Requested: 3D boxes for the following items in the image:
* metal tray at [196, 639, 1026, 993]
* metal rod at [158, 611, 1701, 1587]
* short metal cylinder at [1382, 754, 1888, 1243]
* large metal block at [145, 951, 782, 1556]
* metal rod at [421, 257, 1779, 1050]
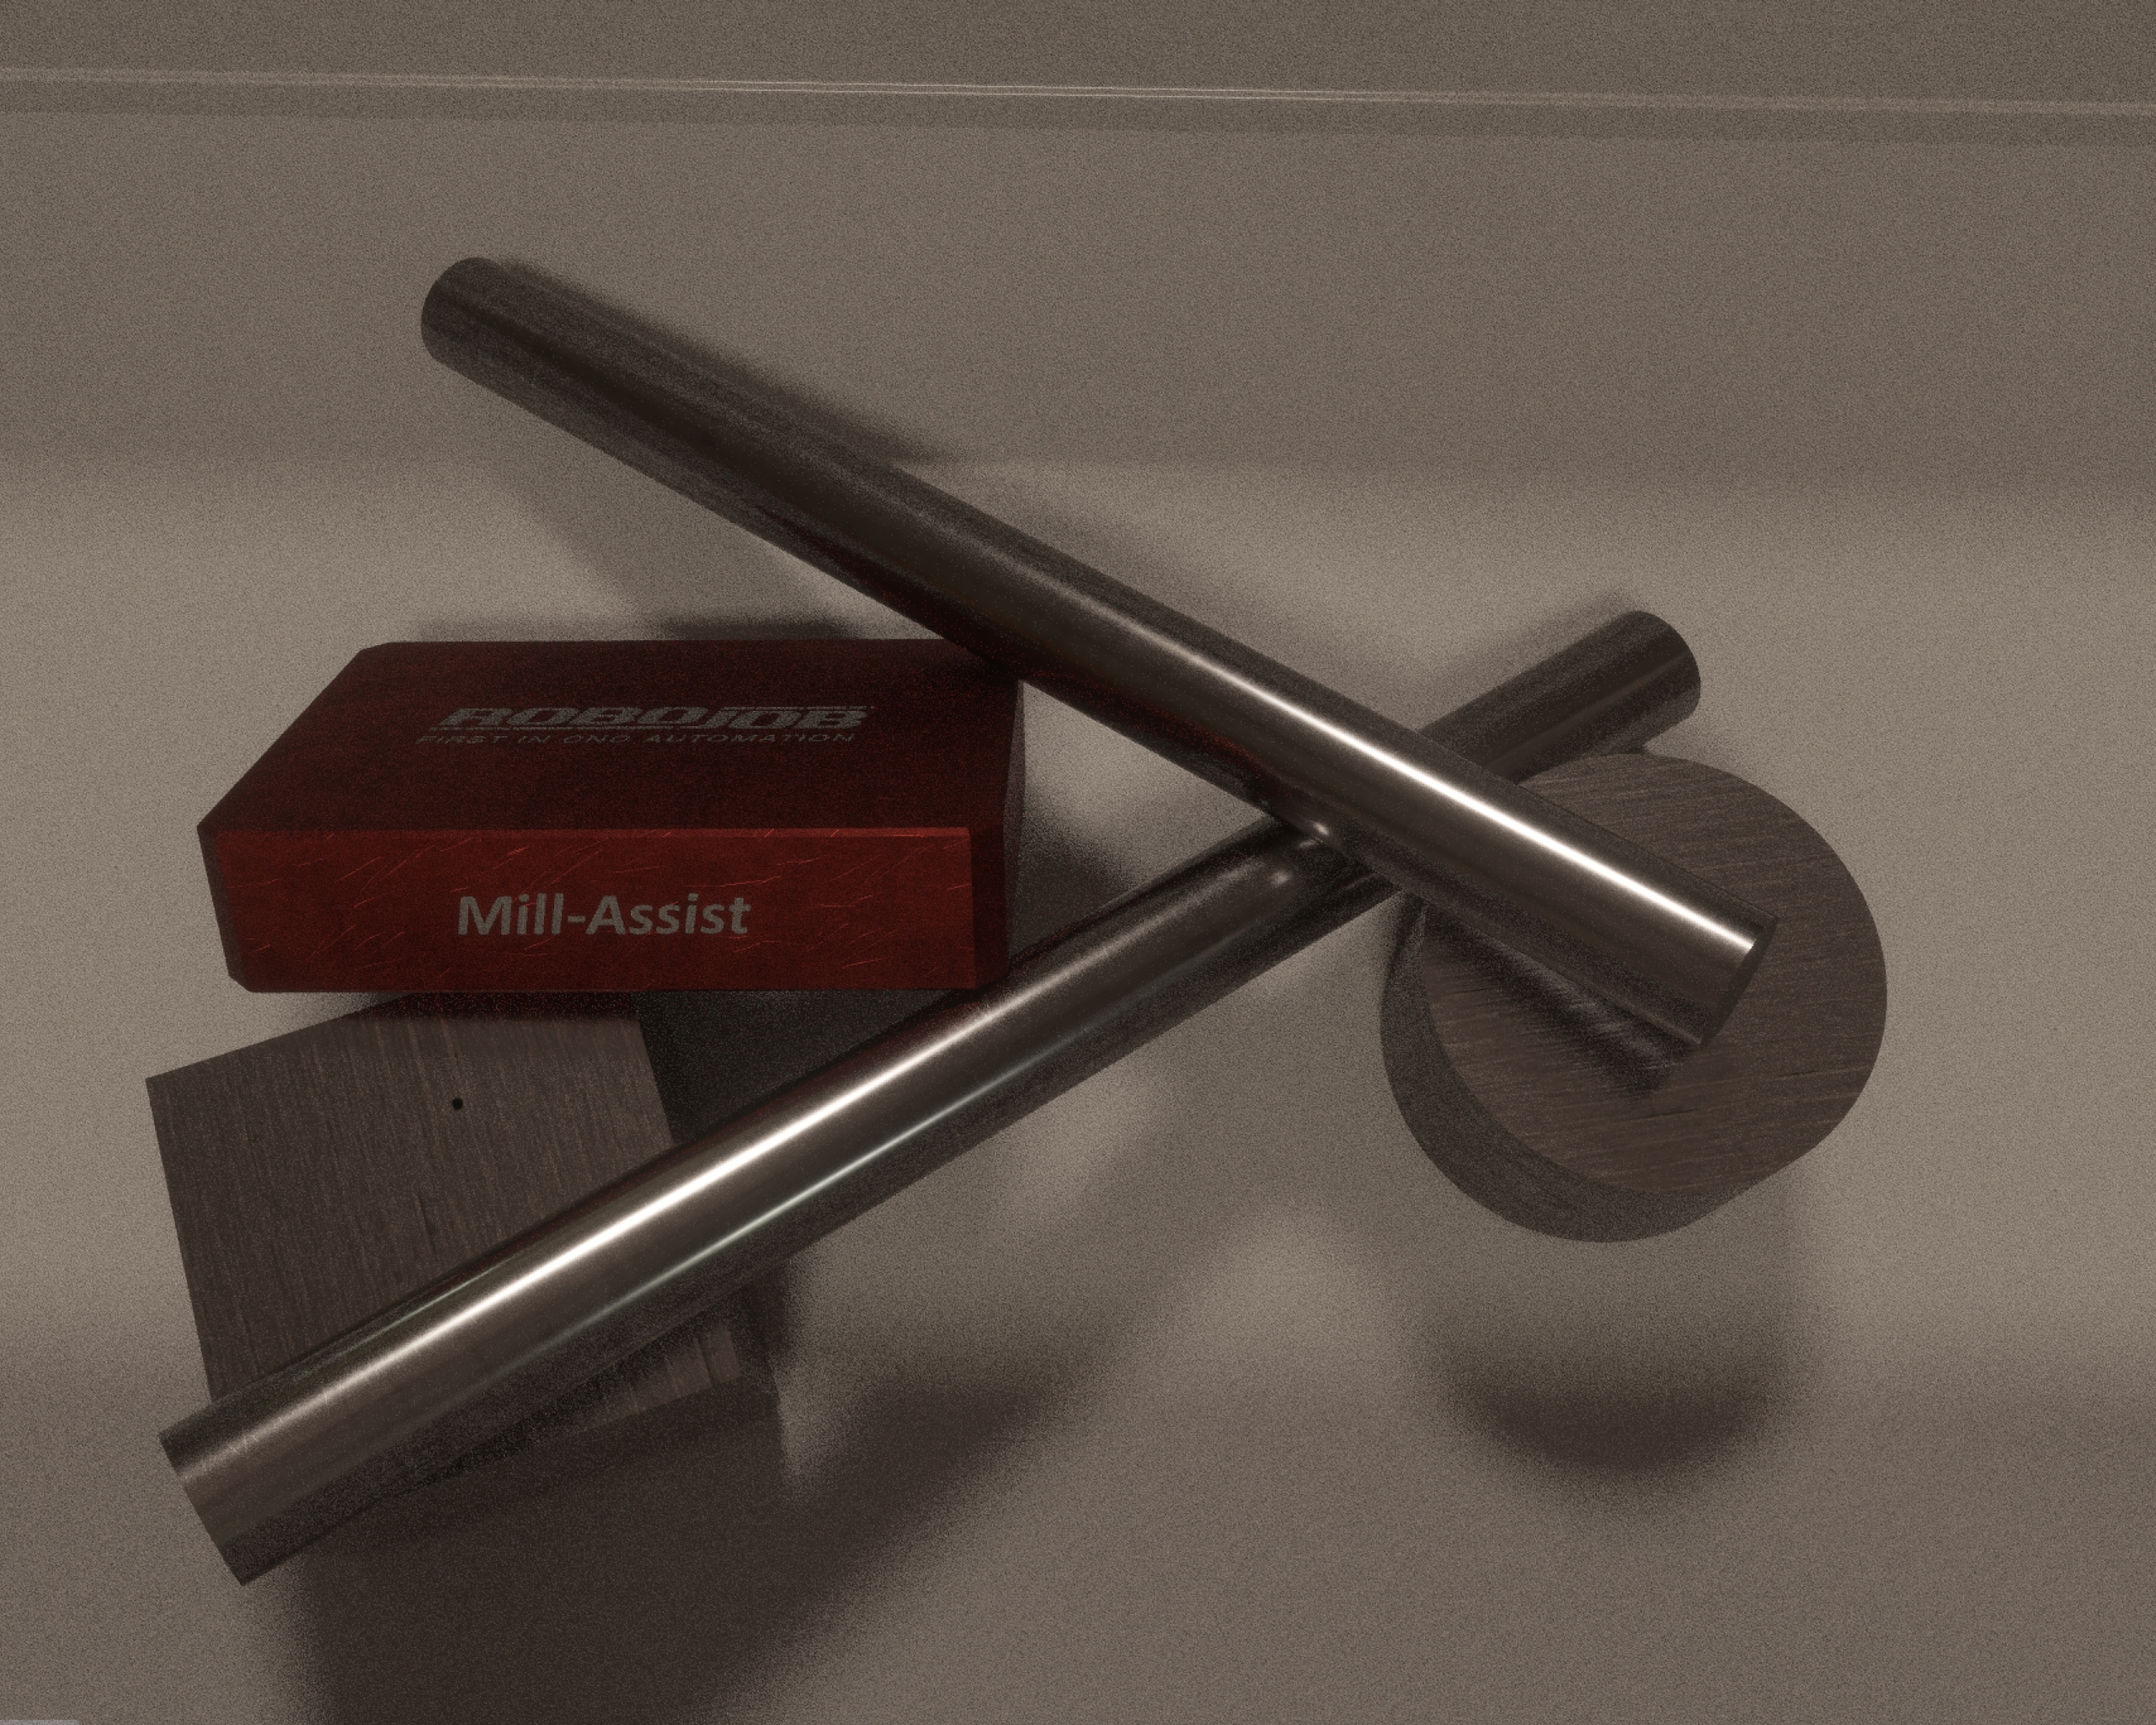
[{"bbox_3d":[-0.077,-0.011,0.379,0.131,0.030,0.090,0,26,1],"label":"metal tray"},{"bbox_3d":[-0.004,0.026,0.359,0.302,0.025,0.025,-29,72,-25],"label":"metal rod"},{"bbox_3d":[0.100,0.026,0.385,0.081,0.050,0.080,0,70,0],"label":"short metal cylinder"},{"bbox_3d":[-0.105,0.068,0.365,0.081,0.050,0.080,-18,71,-7],"label":"large metal block"},{"bbox_3d":[-0.013,-0.050,0.395,0.300,0.025,0.025,30,72,23],"label":"metal rod"}]
